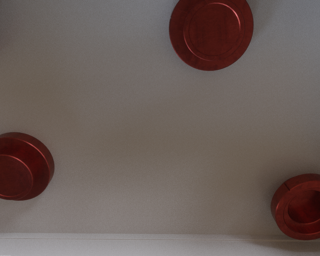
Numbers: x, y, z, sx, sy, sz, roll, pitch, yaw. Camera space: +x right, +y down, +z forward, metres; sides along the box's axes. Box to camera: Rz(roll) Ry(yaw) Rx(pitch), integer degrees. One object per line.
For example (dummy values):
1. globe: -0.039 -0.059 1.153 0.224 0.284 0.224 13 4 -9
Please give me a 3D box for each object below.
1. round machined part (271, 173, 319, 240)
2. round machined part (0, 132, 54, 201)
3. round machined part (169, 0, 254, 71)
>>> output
1. round machined part: 0.207 0.107 0.444 0.099 0.042 0.097 0 110 0
2. round machined part: -0.200 0.058 0.422 0.099 0.042 0.097 0 110 0
3. round machined part: 0.060 -0.115 0.360 0.099 0.042 0.097 0 110 0
